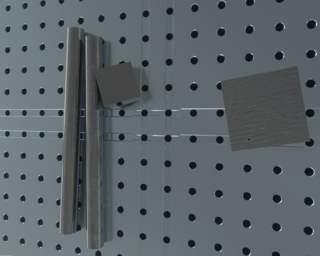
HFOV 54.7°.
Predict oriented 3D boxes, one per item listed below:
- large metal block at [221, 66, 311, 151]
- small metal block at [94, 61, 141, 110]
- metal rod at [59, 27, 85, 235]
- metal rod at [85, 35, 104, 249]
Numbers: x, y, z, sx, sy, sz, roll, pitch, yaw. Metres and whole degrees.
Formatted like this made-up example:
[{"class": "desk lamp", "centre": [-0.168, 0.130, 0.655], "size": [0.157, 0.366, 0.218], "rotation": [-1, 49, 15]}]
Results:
[{"class": "large metal block", "centre": [0.120, -0.020, 0.357], "size": [0.080, 0.050, 0.080], "rotation": [-9, 87, 19]}, {"class": "small metal block", "centre": [-0.057, -0.057, 0.421], "size": [0.050, 0.025, 0.050], "rotation": [-16, 84, -9]}, {"class": "metal rod", "centre": [-0.130, 0.005, 0.456], "size": [0.025, 0.025, 0.298], "rotation": [3, 91, 19]}, {"class": "metal rod", "centre": [-0.094, 0.020, 0.444], "size": [0.025, 0.025, 0.298], "rotation": [-1, 90, 19]}]
